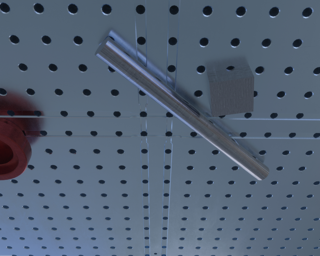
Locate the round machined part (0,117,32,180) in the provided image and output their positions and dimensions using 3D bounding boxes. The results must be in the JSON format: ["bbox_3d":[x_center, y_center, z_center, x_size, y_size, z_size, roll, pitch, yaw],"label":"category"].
[{"bbox_3d":[-0.224,0.023,0.418,0.099,0.042,0.097,0,130,0],"label":"round machined part"}]

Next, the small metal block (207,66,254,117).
[{"bbox_3d":[0.085,-0.044,0.375,0.050,0.025,0.050,-8,130,6],"label":"small metal block"}]

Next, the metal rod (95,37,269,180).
[{"bbox_3d":[0.046,-0.010,0.403,0.301,0.025,0.025,36,121,-27],"label":"metal rod"}]
